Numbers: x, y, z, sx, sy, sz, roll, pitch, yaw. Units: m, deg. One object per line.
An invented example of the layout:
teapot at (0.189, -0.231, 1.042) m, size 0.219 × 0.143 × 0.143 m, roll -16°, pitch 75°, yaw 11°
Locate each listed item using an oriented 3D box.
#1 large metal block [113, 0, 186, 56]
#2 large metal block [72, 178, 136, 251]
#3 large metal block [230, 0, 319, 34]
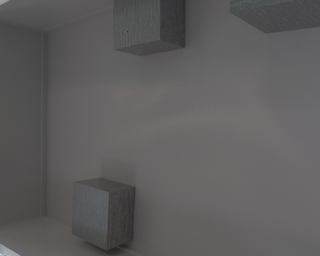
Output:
large metal block at (-0.014, -0.143, 0.403) m, size 0.080 × 0.050 × 0.080 m, roll 1°, pitch 91°, yaw 40°
large metal block at (-0.085, 0.123, 0.461) m, size 0.080 × 0.050 × 0.079 m, roll 5°, pitch 93°, yaw 40°
large metal block at (0.118, -0.123, 0.273) m, size 0.080 × 0.081 × 0.050 m, roll 5°, pitch 94°, yaw 40°
